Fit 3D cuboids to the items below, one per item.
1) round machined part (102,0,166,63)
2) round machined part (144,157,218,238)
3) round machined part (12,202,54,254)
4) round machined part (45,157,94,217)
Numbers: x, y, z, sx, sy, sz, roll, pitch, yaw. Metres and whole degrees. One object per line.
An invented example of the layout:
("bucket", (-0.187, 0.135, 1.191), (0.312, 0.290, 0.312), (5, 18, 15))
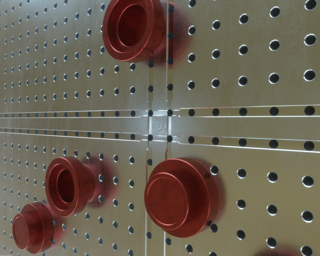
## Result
("round machined part", (-0.031, -0.138, 0.425), (0.098, 0.042, 0.097), (0, 90, 40))
("round machined part", (0.019, 0.087, 0.384), (0.098, 0.042, 0.097), (0, 90, 40))
("round machined part", (-0.255, 0.199, 0.612), (0.098, 0.042, 0.097), (0, 90, 40))
("round machined part", (-0.149, 0.097, 0.523), (0.098, 0.042, 0.097), (0, 90, 40))
